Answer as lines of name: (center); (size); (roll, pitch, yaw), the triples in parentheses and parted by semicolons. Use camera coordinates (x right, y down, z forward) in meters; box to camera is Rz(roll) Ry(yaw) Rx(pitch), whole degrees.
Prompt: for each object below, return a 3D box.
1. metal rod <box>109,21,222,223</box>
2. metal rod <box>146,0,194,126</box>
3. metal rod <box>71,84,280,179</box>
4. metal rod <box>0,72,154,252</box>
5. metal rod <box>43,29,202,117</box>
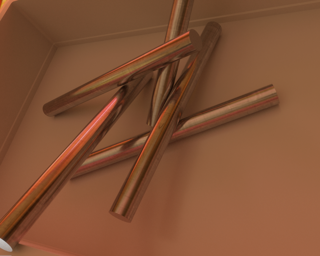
metal rod: (0.019, -0.028, 0.383); (0.025, 0.025, 0.300); (8, 56, 31)
metal rod: (0.027, -0.145, 0.382); (0.025, 0.025, 0.298); (23, 106, 36)
metal rod: (-0.001, 0.011, 0.399); (0.301, 0.025, 0.025); (-21, 54, 15)
metal rod: (-0.078, 0.006, 0.367); (0.025, 0.025, 0.301); (0, 37, 28)
metal rod: (-0.074, -0.064, 0.433); (0.300, 0.025, 0.025); (-16, 54, 38)
